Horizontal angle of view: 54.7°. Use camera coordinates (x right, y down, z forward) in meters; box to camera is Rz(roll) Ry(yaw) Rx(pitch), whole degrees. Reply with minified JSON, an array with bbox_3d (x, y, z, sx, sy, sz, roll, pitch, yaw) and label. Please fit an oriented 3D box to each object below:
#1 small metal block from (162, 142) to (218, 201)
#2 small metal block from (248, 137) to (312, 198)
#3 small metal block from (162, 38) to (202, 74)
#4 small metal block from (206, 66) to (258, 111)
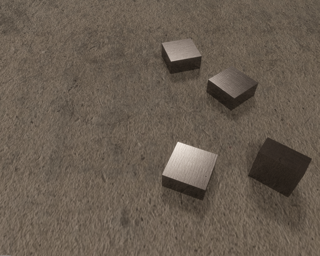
[{"bbox_3d":[0.035,0.050,0.362,0.050,0.025,0.050,18,52,14],"label":"small metal block"},{"bbox_3d":[0.134,0.045,0.351,0.050,0.050,0.025,29,56,22],"label":"small metal block"},{"bbox_3d":[0.034,-0.117,0.502,0.050,0.025,0.050,-12,51,-11],"label":"small metal block"},{"bbox_3d":[0.105,-0.059,0.455,0.050,0.025,0.050,-32,57,-24],"label":"small metal block"}]
